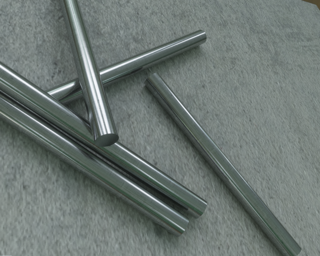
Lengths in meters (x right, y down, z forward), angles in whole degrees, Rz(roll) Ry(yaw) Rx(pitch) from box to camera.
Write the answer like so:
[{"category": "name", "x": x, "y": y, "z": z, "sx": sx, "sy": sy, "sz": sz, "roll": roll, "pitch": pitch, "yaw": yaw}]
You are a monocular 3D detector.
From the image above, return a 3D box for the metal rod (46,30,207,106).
[{"category": "metal rod", "x": -0.028, "y": -0.095, "z": 0.447, "sx": 0.302, "sy": 0.025, "sz": 0.025, "roll": -33, "pitch": 81, "yaw": -38}]

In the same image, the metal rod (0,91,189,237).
[{"category": "metal rod", "x": -0.097, "y": 0.026, "z": 0.336, "sx": 0.301, "sy": 0.025, "sz": 0.025, "roll": 35, "pitch": 51, "yaw": -5}]

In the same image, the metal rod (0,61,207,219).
[{"category": "metal rod", "x": -0.072, "y": 0.012, "z": 0.344, "sx": 0.301, "sy": 0.025, "sz": 0.025, "roll": 35, "pitch": 51, "yaw": -10}]

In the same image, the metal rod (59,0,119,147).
[{"category": "metal rod", "x": -0.101, "y": -0.109, "z": 0.391, "sx": 0.025, "sy": 0.025, "sz": 0.299, "roll": -2, "pitch": 55, "yaw": -30}]

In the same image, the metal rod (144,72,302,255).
[{"category": "metal rod", "x": 0.080, "y": 0.045, "z": 0.420, "sx": 0.025, "sy": 0.025, "sz": 0.300, "roll": -32, "pitch": 80, "yaw": -38}]
